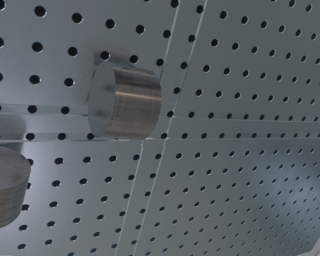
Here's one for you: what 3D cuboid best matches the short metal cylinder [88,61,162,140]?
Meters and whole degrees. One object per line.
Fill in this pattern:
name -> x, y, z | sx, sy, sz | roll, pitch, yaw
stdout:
short metal cylinder -> -0.041, -0.028, 0.336 | 0.050, 0.080, 0.079 | 6, 116, -31

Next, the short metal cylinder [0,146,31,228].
short metal cylinder -> -0.179, 0.058, 0.314 | 0.081, 0.080, 0.050 | 8, 115, -32
